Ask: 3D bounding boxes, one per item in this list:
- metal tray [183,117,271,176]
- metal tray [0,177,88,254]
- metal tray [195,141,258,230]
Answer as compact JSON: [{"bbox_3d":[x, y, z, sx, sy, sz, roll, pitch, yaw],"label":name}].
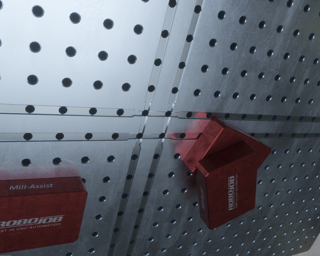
[{"bbox_3d":[0.111,0.045,0.499,0.131,0.030,0.090,23,106,-37],"label":"metal tray"},{"bbox_3d":[-0.165,0.109,0.386,0.131,0.030,0.089,2,118,-30],"label":"metal tray"},{"bbox_3d":[0.106,0.093,0.486,0.091,0.030,0.129,-21,127,-16],"label":"metal tray"}]
